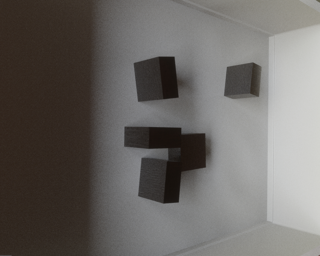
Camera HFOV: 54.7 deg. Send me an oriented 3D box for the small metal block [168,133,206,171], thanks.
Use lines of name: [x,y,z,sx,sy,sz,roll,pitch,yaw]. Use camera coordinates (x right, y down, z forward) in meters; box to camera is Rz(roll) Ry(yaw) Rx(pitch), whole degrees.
small metal block: [0.039,0.033,0.442,0.050,0.025,0.050,-2,92,-40]

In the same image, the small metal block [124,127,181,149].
small metal block: [-0.009,0.011,0.385,0.050,0.050,0.025,1,89,-40]

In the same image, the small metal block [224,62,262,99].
small metal block: [0.135,-0.076,0.506,0.025,0.050,0.050,12,83,-40]

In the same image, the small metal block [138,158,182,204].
small metal block: [-0.001,0.065,0.392,0.025,0.050,0.050,8,85,-40]

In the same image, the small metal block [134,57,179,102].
small metal block: [-0.005,-0.060,0.388,0.025,0.050,0.050,-11,97,-40]
